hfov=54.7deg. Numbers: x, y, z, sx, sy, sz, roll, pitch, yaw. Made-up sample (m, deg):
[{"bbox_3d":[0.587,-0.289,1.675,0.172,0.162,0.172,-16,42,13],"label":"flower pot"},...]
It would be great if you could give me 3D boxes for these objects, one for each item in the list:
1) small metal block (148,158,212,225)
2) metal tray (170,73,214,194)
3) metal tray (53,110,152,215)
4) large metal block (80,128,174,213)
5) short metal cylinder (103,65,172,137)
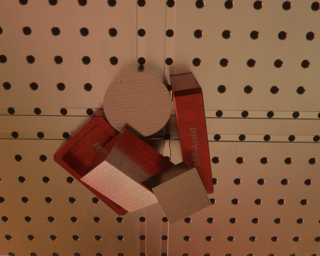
[{"bbox_3d":[0.022,0.069,0.339,0.050,0.025,0.050,-26,109,-3],"label":"small metal block"},{"bbox_3d":[0.038,0.006,0.381,0.030,0.090,0.129,-9,110,3],"label":"metal tray"},{"bbox_3d":[-0.066,0.050,0.427,0.090,0.030,0.130,-41,106,13],"label":"metal tray"},{"bbox_3d":[-0.040,0.056,0.387,0.080,0.050,0.080,38,141,-14],"label":"large metal block"},{"bbox_3d":[-0.026,-0.035,0.387,0.081,0.050,0.079,0,110,-1],"label":"short metal cylinder"}]
